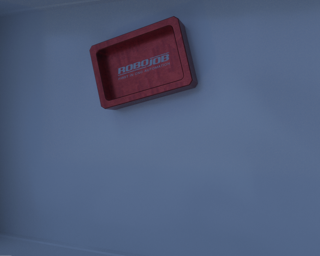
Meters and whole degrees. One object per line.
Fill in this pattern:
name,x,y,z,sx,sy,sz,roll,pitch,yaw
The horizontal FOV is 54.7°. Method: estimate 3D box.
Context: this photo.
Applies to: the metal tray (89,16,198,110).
metal tray,-0.024,-0.083,0.415,0.130,0.030,0.090,-14,86,19
